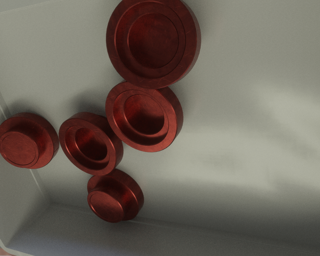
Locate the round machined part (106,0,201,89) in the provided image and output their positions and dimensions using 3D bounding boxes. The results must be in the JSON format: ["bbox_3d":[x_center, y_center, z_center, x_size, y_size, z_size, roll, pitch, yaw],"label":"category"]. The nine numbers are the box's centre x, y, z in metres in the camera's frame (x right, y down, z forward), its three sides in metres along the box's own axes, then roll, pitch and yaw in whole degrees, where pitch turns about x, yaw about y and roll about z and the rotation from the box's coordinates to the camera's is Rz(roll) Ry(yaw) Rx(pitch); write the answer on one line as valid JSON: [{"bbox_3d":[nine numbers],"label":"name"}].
[{"bbox_3d":[-0.004,-0.093,0.331,0.098,0.042,0.097,5,106,19],"label":"round machined part"}]

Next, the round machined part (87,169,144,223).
[{"bbox_3d":[-0.079,0.117,0.510,0.098,0.042,0.097,13,124,20],"label":"round machined part"}]

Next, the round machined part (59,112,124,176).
[{"bbox_3d":[-0.096,0.019,0.458,0.098,0.042,0.097,13,124,20],"label":"round machined part"}]

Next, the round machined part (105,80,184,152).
[{"bbox_3d":[-0.016,-0.021,0.392,0.098,0.042,0.097,13,124,20],"label":"round machined part"}]

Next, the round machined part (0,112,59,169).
[{"bbox_3d":[-0.222,0.027,0.511,0.099,0.042,0.097,3,115,6],"label":"round machined part"}]
